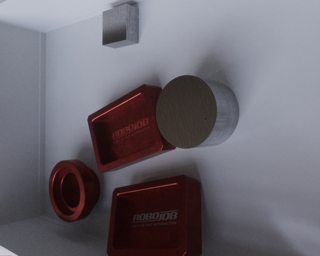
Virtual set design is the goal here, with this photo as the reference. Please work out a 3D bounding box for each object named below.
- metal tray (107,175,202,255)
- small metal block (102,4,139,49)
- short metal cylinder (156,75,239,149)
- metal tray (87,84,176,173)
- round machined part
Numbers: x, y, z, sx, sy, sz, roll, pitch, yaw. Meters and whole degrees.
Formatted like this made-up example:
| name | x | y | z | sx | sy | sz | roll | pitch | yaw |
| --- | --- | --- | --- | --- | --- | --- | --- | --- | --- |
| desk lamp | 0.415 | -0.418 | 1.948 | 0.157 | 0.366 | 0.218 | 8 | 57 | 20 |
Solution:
| name | x | y | z | sx | sy | sz | roll | pitch | yaw |
| --- | --- | --- | --- | --- | --- | --- | --- | --- | --- |
| metal tray | -0.010 | 0.115 | 0.390 | 0.130 | 0.030 | 0.090 | -18 | 58 | 38 |
| small metal block | -0.058 | -0.147 | 0.452 | 0.050 | 0.025 | 0.050 | 1 | 91 | 39 |
| short metal cylinder | 0.042 | -0.017 | 0.354 | 0.080 | 0.050 | 0.079 | 0 | 90 | 39 |
| metal tray | -0.044 | 0.004 | 0.437 | 0.130 | 0.030 | 0.090 | -24 | 75 | 37 |
| round machined part | -0.136 | 0.100 | 0.505 | 0.098 | 0.042 | 0.097 | 0 | 90 | 39 |
